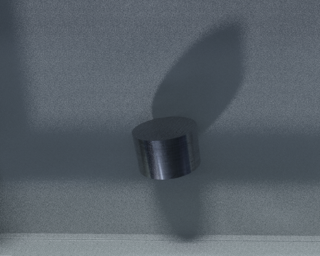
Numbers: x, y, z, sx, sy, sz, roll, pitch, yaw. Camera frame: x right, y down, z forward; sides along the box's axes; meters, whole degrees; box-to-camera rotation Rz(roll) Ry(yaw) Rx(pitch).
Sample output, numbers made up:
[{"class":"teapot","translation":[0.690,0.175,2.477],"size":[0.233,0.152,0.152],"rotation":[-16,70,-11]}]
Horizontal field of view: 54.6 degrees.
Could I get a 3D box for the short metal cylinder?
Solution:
[{"class":"short metal cylinder","translation":[0.009,0.023,0.390],"size":[0.080,0.080,0.050],"rotation":[-8,110,3]}]
